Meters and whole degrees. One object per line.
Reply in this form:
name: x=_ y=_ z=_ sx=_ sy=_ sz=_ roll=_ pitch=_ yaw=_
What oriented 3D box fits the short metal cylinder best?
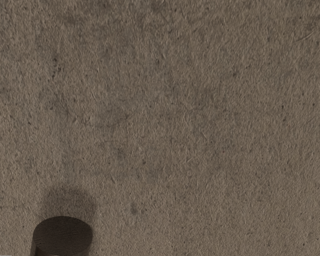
short metal cylinder: x=-0.141 y=0.172 z=0.442 sx=0.081 sy=0.080 sz=0.050 roll=14 pitch=110 yaw=-6
